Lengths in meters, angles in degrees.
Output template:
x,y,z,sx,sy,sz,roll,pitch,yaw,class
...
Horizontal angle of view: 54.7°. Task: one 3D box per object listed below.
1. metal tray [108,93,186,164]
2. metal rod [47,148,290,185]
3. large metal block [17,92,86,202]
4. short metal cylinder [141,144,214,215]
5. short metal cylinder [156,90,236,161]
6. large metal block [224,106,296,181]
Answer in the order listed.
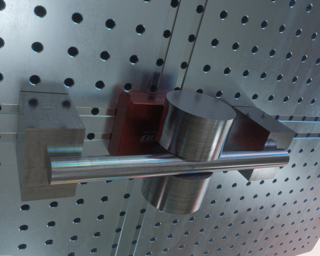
x,y,z,sx,sy,sz,roll,pitch,yaw,class
0.005,0.004,0.413,0.131,0.030,0.089,1,118,-29,metal tray
0.034,0.039,0.349,0.303,0.025,0.025,0,118,-29,metal rod
-0.117,0.016,0.320,0.050,0.080,0.079,1,118,-29,large metal block
0.021,0.061,0.386,0.081,0.080,0.050,1,118,-29,short metal cylinder
0.040,-0.005,0.356,0.081,0.080,0.050,1,118,-29,short metal cylinder
0.140,0.022,0.464,0.050,0.080,0.079,1,118,-29,large metal block
